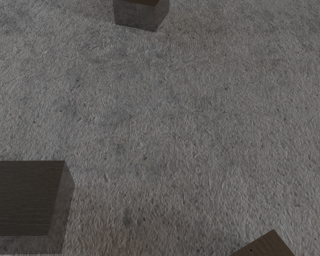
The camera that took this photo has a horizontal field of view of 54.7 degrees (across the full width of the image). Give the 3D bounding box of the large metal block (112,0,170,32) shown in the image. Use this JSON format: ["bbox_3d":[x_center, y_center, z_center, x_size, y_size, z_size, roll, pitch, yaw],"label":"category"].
[{"bbox_3d":[-0.033,-0.230,0.580,0.080,0.050,0.080,15,52,12],"label":"large metal block"}]

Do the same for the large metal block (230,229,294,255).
[{"bbox_3d":[0.086,0.148,0.263,0.081,0.050,0.080,-22,54,-18],"label":"large metal block"}]

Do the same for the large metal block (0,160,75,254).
[{"bbox_3d":[-0.140,0.081,0.318,0.081,0.050,0.080,0,50,0],"label":"large metal block"}]
